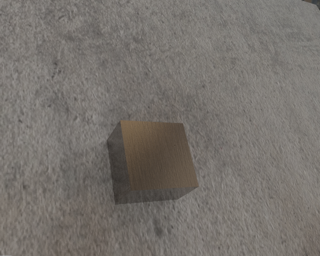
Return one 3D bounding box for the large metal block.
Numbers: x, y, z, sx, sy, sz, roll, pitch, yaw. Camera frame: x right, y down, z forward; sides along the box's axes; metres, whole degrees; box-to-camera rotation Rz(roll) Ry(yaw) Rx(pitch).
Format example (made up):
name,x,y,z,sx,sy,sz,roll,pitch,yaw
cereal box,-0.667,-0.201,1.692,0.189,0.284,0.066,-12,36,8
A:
name,x,y,z,sx,sy,sz,roll,pitch,yaw
large metal block,-0.011,0.040,0.359,0.081,0.050,0.080,2,61,-27
